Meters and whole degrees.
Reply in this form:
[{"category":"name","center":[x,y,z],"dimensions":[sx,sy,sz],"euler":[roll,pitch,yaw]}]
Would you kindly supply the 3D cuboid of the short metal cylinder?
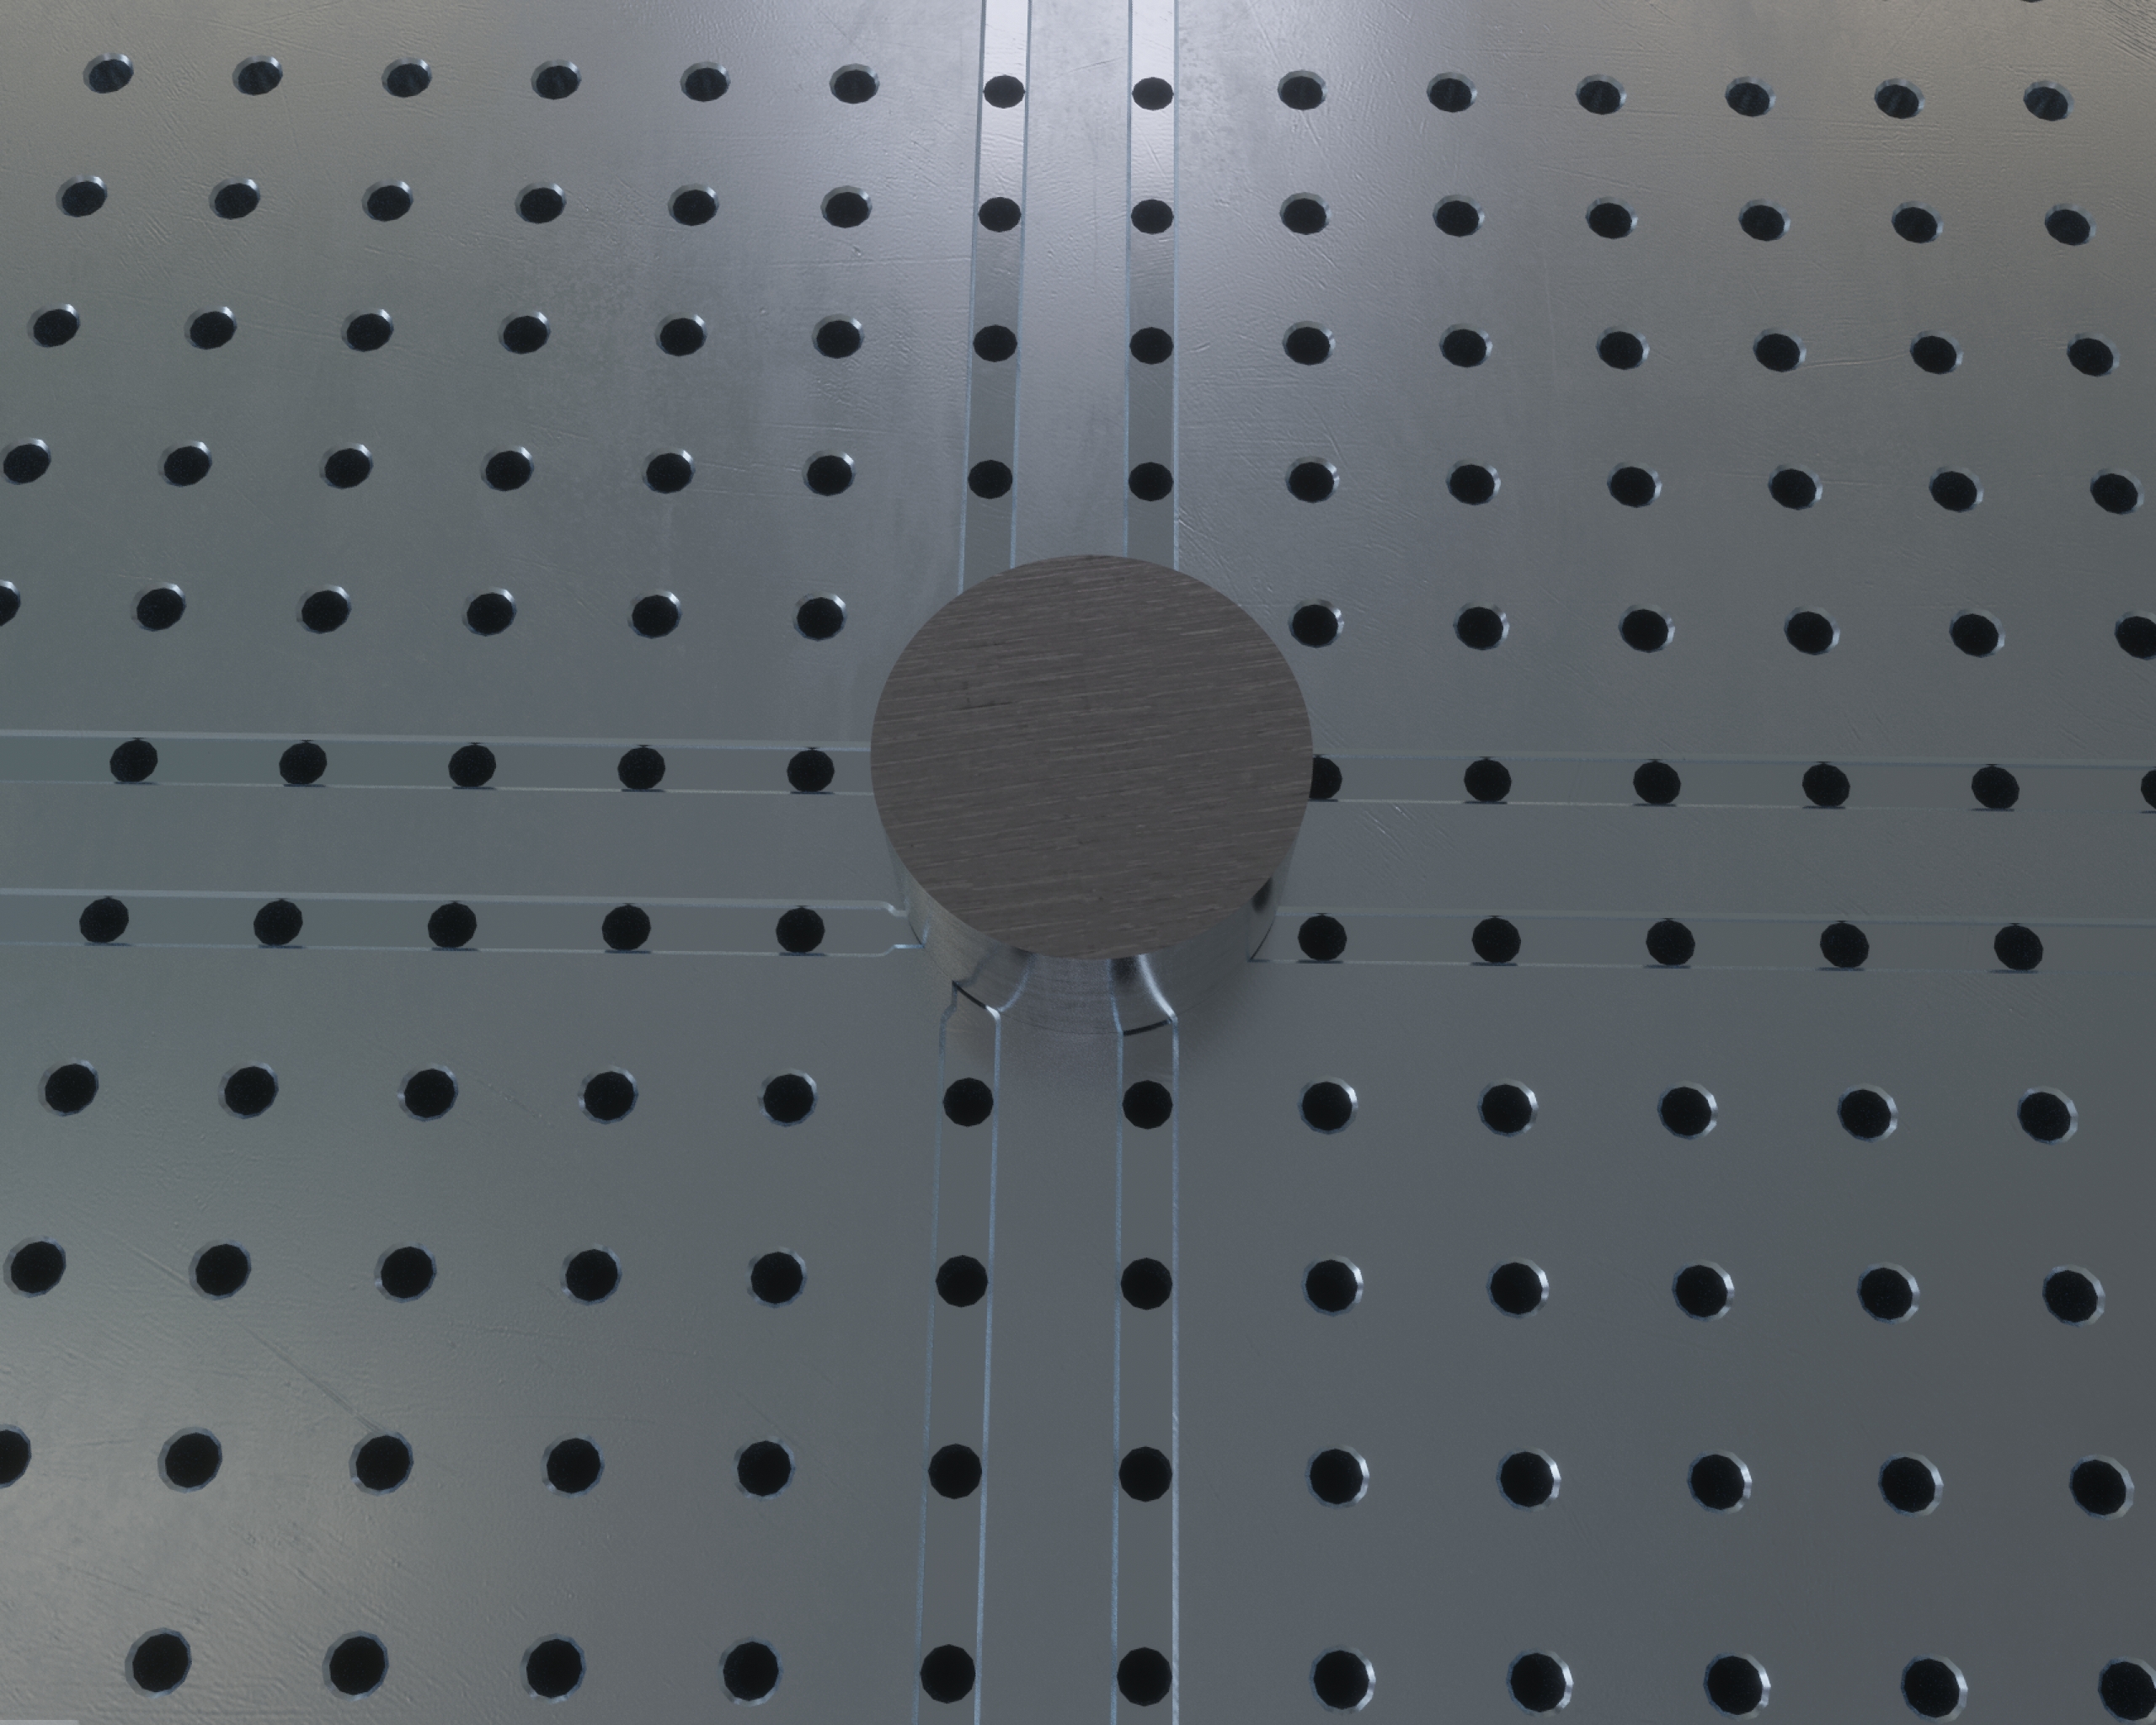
[{"category":"short metal cylinder","center":[0.003,-0.012,0.403],"dimensions":[0.080,0.050,0.080],"euler":[0,70,0]}]
